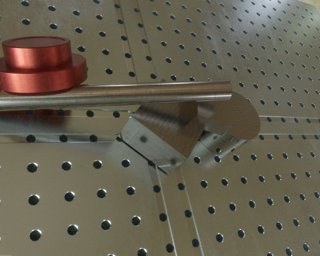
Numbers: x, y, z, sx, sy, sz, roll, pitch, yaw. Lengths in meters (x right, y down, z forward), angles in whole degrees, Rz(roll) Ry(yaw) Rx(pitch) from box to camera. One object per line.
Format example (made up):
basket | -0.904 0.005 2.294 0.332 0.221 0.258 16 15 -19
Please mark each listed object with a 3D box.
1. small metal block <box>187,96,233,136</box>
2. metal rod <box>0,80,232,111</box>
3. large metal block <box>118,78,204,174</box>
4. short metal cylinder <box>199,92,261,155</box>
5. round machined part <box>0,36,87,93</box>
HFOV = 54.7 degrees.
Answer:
small metal block | 0.063 -0.024 0.391 0.050 0.025 0.050 17 55 -19
metal rod | -0.067 -0.036 0.339 0.302 0.025 0.025 -4 62 -11
large metal block | 0.007 -0.003 0.396 0.080 0.050 0.080 38 51 -3
short metal cylinder | 0.097 -0.008 0.451 0.081 0.050 0.080 14 56 -21
round machined part | -0.131 -0.074 0.338 0.099 0.042 0.098 1 26 0
